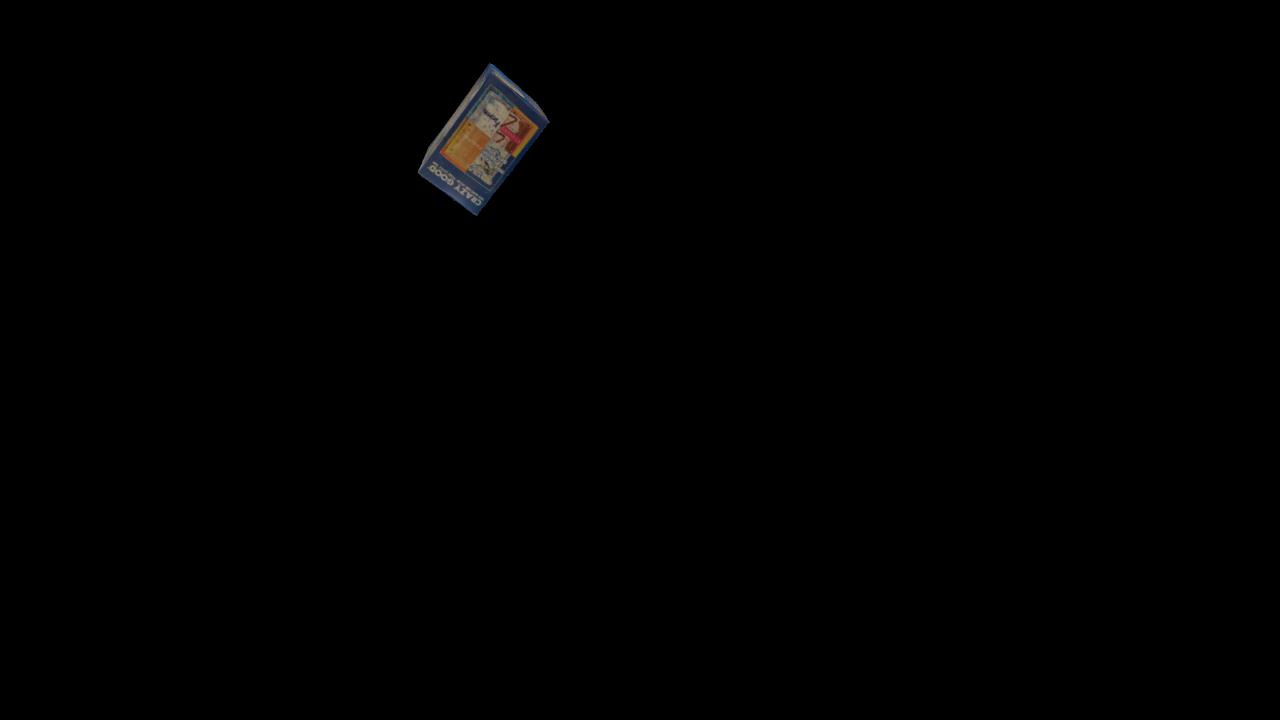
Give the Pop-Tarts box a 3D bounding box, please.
[{"bbox_3d":[-0.191,-0.274,0.754,0.083,0.141,0.167,36,14,-27],"label":"Pop-Tarts box"}]
